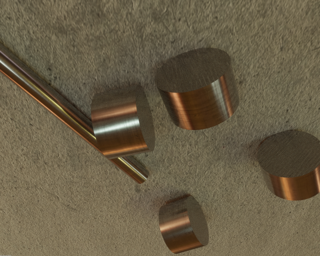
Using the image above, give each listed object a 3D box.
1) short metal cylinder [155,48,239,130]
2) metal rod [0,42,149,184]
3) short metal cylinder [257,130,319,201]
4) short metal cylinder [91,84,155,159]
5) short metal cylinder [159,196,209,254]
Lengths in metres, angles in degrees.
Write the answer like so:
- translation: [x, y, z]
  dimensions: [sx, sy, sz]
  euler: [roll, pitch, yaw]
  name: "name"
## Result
- translation: [0.041, -0.043, 0.335]
  dimensions: [0.080, 0.080, 0.050]
  euler: [-15, 129, 12]
  name: "short metal cylinder"
- translation: [-0.116, -0.017, 0.391]
  dimensions: [0.025, 0.025, 0.300]
  euler: [-30, 125, 23]
  name: "metal rod"
- translation: [0.177, 0.049, 0.415]
  dimensions: [0.080, 0.080, 0.050]
  euler: [-18, 128, 14]
  name: "short metal cylinder"
- translation: [-0.041, -0.007, 0.365]
  dimensions: [0.050, 0.080, 0.080]
  euler: [-11, 129, 9]
  name: "short metal cylinder"
- translation: [0.040, 0.158, 0.506]
  dimensions: [0.050, 0.080, 0.080]
  euler: [-24, 126, 19]
  name: "short metal cylinder"
